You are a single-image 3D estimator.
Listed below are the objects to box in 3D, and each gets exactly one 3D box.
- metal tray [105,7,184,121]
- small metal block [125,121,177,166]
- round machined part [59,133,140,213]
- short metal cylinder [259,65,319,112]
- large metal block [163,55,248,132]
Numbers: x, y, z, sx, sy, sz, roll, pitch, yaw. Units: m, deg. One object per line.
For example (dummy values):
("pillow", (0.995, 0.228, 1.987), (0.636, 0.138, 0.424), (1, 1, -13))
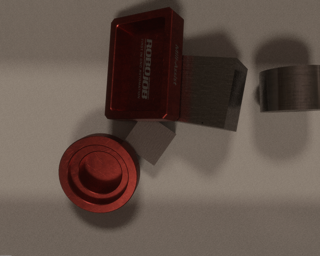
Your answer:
("metal tray", (-0.020, -0.074, 0.382), (0.090, 0.030, 0.129), (1, 85, 31))
("small metal block", (-0.014, 0.014, 0.411), (0.050, 0.025, 0.050), (35, 90, -1))
("round machined part", (-0.074, 0.054, 0.396), (0.099, 0.042, 0.097), (1, 99, 6))
("short metal cylinder", (0.166, -0.046, 0.386), (0.081, 0.080, 0.050), (-2, 90, -1))
("large metal block", (0.056, -0.043, 0.383), (0.080, 0.050, 0.080), (10, 90, 29))
